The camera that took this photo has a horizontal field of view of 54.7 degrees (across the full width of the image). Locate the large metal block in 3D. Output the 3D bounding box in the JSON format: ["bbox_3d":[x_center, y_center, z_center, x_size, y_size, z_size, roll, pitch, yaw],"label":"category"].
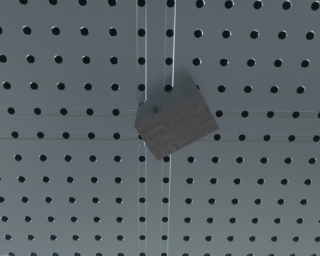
[{"bbox_3d":[0.019,-0.015,0.379,0.080,0.080,0.050,-28,108,9],"label":"large metal block"}]
